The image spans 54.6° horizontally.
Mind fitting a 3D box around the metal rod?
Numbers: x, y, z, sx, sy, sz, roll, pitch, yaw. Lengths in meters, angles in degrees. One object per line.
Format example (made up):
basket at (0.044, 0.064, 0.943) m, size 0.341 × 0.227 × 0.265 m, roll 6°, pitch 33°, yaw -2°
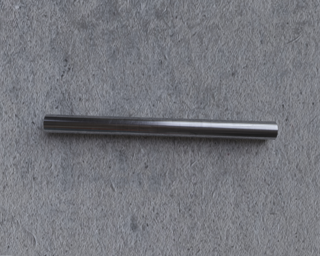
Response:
metal rod at (0.001, -0.001, 0.411) m, size 0.302 × 0.025 × 0.025 m, roll 2°, pitch 90°, yaw 0°
